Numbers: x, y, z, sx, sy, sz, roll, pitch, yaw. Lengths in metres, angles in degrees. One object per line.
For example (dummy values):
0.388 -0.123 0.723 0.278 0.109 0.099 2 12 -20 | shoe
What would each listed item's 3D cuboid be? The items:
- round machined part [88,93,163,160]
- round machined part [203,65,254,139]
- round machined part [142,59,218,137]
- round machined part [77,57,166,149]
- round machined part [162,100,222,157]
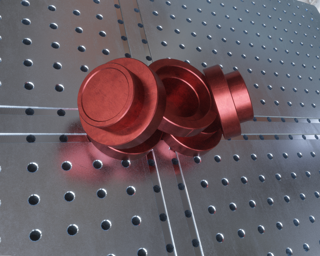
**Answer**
-0.040 -0.013 0.384 0.099 0.042 0.098 14 56 -21 | round machined part
0.091 -0.037 0.405 0.042 0.098 0.098 -18 65 8 | round machined part
0.017 -0.032 0.372 0.099 0.042 0.098 14 56 -21 | round machined part
-0.047 -0.029 0.326 0.042 0.098 0.098 28 39 -62 | round machined part
0.047 -0.013 0.432 0.099 0.042 0.098 14 56 -21 | round machined part
